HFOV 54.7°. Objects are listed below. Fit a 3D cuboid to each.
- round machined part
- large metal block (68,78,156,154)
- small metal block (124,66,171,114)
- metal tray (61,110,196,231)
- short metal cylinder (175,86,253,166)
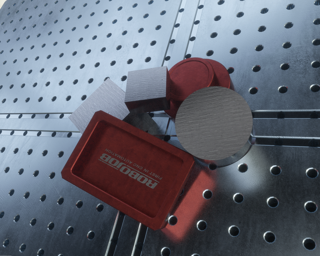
[{"bbox_3d":[0.043,-0.054,0.407,0.098,0.042,0.098,-13,56,21],"label":"round machined part"},{"bbox_3d":[-0.068,-0.011,0.435,0.080,0.050,0.080,-46,51,-4],"label":"large metal block"},{"bbox_3d":[-0.014,-0.047,0.385,0.050,0.025,0.050,-6,55,12],"label":"small metal block"},{"bbox_3d":[-0.036,0.046,0.359,0.130,0.030,0.090,26,82,14],"label":"metal tray"},{"bbox_3d":[0.062,0.000,0.345,0.080,0.050,0.080,-4,75,16],"label":"short metal cylinder"}]
